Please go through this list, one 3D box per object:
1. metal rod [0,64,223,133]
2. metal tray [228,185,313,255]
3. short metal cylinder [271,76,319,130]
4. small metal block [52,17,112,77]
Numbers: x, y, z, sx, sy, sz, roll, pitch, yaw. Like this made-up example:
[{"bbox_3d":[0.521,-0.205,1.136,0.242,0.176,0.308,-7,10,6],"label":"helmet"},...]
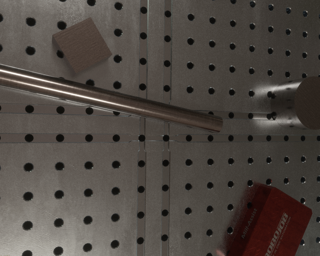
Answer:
[{"bbox_3d":[-0.055,-0.033,0.392,0.302,0.025,0.025,12,86,-20],"label":"metal rod"},{"bbox_3d":[0.170,0.164,0.475,0.090,0.030,0.130,31,80,-18],"label":"metal tray"},{"bbox_3d":[0.223,-0.037,0.484,0.081,0.050,0.079,0,90,-20],"label":"short metal cylinder"},{"bbox_3d":[-0.095,-0.098,0.378,0.050,0.025,0.050,-33,101,-17],"label":"small metal block"}]
